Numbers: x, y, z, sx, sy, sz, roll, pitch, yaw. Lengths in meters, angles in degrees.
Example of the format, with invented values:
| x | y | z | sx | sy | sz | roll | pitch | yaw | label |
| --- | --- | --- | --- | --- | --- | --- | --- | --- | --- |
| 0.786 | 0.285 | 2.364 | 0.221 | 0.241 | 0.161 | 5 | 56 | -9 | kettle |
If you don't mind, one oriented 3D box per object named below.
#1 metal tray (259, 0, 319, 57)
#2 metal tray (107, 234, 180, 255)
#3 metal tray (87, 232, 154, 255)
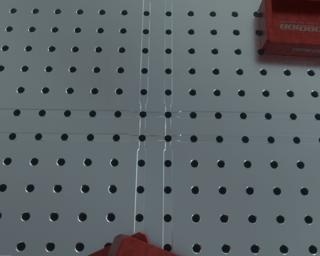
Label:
| x | y | z | sx | sy | sz | roll | pitch | yaw | label |
| --- | --- | --- | --- | --- | --- | --- | --- | --- | --- |
| 0.221 | -0.155 | 0.468 | 0.131 | 0.030 | 0.090 | 4 | 70 | 1 | metal tray |
| 0.000 | 0.175 | 0.317 | 0.131 | 0.030 | 0.090 | 27 | 67 | -15 | metal tray |
| -0.060 | 0.183 | 0.341 | 0.131 | 0.030 | 0.090 | -22 | 72 | -9 | metal tray |
